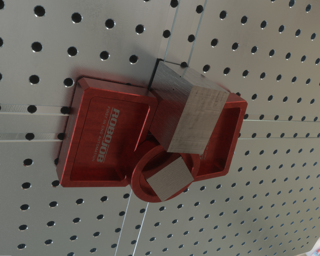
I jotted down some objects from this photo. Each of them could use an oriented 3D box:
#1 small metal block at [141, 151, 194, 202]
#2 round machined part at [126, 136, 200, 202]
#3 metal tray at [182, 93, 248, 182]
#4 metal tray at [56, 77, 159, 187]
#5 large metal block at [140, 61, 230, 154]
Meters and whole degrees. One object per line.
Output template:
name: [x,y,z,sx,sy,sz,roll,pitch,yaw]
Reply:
small metal block: [0.009,0.058,0.393,0.050,0.025,0.050,-34,129,-6]
round machined part: [0.001,0.048,0.414,0.099,0.042,0.097,-14,124,-21]
metal tray: [0.068,0.016,0.450,0.091,0.030,0.129,-6,121,-25]
metal tray: [-0.065,0.011,0.374,0.091,0.030,0.129,6,115,-31]
large metal block: [0.025,-0.025,0.369,0.050,0.080,0.079,6,115,-31]
